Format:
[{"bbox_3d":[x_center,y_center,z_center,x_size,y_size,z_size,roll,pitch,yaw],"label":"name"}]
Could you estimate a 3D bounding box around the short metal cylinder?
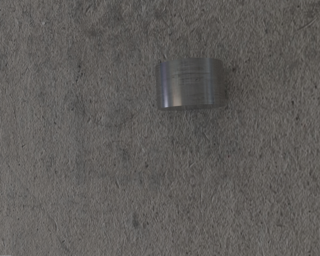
[{"bbox_3d":[0.036,-0.049,0.367,0.080,0.080,0.050,-4,89,20],"label":"short metal cylinder"}]
